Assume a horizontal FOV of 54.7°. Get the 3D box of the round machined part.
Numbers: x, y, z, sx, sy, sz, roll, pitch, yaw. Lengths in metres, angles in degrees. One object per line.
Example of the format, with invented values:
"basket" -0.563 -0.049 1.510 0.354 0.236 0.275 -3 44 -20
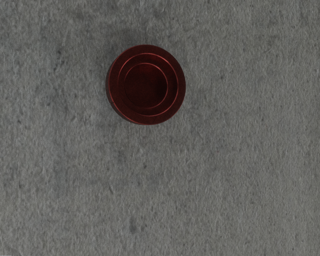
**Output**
"round machined part" -0.021 -0.052 0.393 0.099 0.042 0.097 0 90 -21
